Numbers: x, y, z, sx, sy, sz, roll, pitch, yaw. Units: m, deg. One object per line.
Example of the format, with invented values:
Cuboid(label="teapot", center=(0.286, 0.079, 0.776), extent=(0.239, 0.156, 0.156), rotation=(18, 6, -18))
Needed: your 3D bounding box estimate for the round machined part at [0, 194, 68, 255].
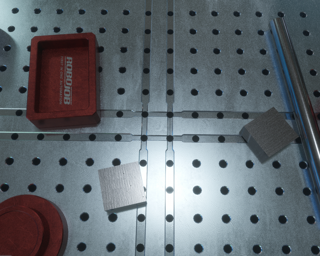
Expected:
Cuboid(label="round machined part", center=(-0.161, 0.126, 0.356), extent=(0.099, 0.042, 0.098), rotation=(0, 70, 0))

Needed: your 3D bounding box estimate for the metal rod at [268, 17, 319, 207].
Cuboid(label="metal rod", center=(0.195, -0.020, 0.420), extent=(0.025, 0.025, 0.299), rotation=(-6, 70, -2))

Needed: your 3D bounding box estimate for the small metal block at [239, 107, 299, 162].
Cuboid(label="small metal block", center=(0.143, 0.008, 0.409), extent=(0.050, 0.025, 0.050), rotation=(-32, 73, -11))

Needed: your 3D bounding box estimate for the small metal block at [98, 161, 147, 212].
Cuboid(label="small metal block", center=(-0.046, 0.073, 0.385), extent=(0.050, 0.025, 0.050), rotation=(-12, 71, -5))

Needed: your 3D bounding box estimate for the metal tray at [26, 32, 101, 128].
Cuboid(label="metal tray", center=(-0.132, -0.069, 0.432), extent=(0.091, 0.030, 0.130), rotation=(-4, 70, -2))
